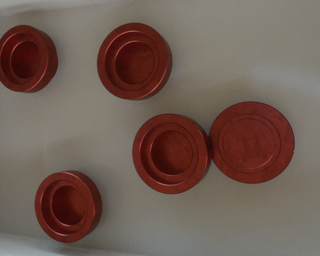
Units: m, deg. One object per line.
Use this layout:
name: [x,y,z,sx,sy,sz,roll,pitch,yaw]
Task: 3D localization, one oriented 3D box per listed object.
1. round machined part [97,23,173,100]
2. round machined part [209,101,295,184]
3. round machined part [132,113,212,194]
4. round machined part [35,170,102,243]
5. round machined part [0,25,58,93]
round machined part: [-0.030,-0.085,0.411,0.098,0.042,0.097,0,90,19]
round machined part: [0.106,0.017,0.364,0.098,0.042,0.097,0,90,19]
round machined part: [0.018,0.031,0.392,0.098,0.042,0.097,0,91,24]
round machined part: [-0.126,0.109,0.444,0.098,0.042,0.097,0,90,19]
round machined part: [-0.196,-0.101,0.469,0.098,0.042,0.097,0,90,19]
